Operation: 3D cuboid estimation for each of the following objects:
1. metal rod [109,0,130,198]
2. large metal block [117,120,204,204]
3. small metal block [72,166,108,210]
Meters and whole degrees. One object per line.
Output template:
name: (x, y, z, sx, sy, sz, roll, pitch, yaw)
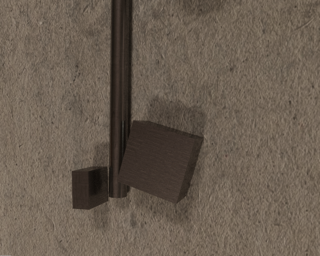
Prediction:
metal rod: (-0.056, -0.055, 0.427, 0.025, 0.025, 0.298, 1, 90, 19)
large metal block: (0.002, 0.040, 0.394, 0.080, 0.050, 0.080, 17, 96, 18)
small metal block: (-0.096, 0.081, 0.428, 0.025, 0.050, 0.050, -2, 90, 20)
